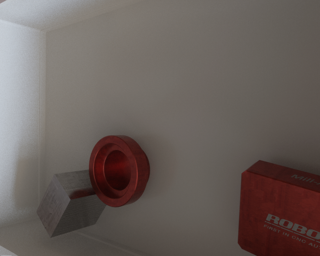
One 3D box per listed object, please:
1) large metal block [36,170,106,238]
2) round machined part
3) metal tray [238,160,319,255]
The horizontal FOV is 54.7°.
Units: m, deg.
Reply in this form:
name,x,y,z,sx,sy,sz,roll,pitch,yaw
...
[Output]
name,x,y,z,sx,sy,sz,roll,pitch,yaw
large metal block,-0.129,0.112,0.474,0.050,0.081,0.080,46,117,30
round machined part,-0.053,0.059,0.437,0.098,0.042,0.097,0,90,39
metal tray,0.137,0.089,0.275,0.130,0.030,0.089,14,114,39
